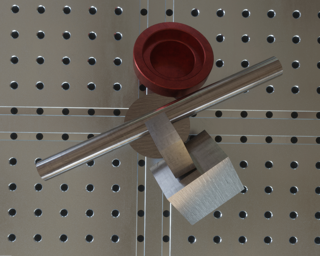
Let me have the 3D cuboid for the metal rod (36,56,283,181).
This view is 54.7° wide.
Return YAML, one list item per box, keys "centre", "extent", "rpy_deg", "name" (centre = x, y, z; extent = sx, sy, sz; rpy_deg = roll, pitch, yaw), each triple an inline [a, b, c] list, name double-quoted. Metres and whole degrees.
- centre: [0.000, -0.011, 0.363]
  extent: [0.301, 0.025, 0.025]
  rpy_deg: [-24, 90, -1]
  name: "metal rod"

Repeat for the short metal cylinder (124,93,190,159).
- centre: [-0.004, -0.003, 0.400]
  extent: [0.081, 0.050, 0.079]
  rpy_deg: [0, 90, -1]
  name: "short metal cylinder"

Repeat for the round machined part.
- centre: [0.015, -0.082, 0.393]
  extent: [0.099, 0.042, 0.098]
  rpy_deg: [2, 67, -6]
  name: "round machined part"

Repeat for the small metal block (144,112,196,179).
- centre: [0.011, 0.019, 0.340]
  extent: [0.025, 0.050, 0.050]
  rpy_deg: [-29, 132, 0]
  name: "small metal block"

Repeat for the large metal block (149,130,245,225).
- centre: [0.047, 0.062, 0.379]
  extent: [0.080, 0.050, 0.080]
  rpy_deg: [-35, 135, 0]
  name: "large metal block"
